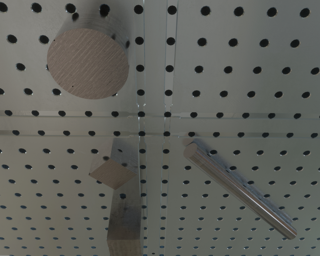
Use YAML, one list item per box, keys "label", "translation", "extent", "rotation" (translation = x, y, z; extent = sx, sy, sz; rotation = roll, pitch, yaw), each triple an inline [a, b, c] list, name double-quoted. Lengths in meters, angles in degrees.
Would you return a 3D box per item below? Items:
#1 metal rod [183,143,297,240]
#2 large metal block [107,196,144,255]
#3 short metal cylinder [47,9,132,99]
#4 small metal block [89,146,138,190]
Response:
- label: "metal rod"
  translation: [0.145, 0.115, 0.511]
  extent: [0.025, 0.025, 0.301]
  rotation: [-35, 122, 26]
- label: "large metal block"
  translation: [-0.055, 0.173, 0.522]
  extent: [0.050, 0.080, 0.079]
  rotation: [-1, 130, 0]
- label: "short metal cylinder"
  translation: [-0.072, -0.077, 0.328]
  extent: [0.081, 0.050, 0.079]
  rotation: [0, 130, 0]
- label: "small metal block"
  translation: [-0.069, 0.061, 0.463]
  extent: [0.050, 0.025, 0.050]
  rotation: [37, 121, -27]
